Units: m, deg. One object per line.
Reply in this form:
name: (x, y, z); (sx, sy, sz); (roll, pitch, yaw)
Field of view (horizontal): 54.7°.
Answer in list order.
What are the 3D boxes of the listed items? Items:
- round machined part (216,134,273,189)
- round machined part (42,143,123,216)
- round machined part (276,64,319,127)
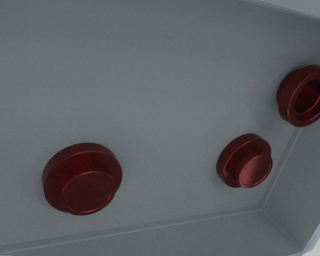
round machined part: (0.147, 0.061, 0.516); (0.099, 0.042, 0.097); (-14, 124, -21)
round machined part: (-0.094, 0.071, 0.390); (0.099, 0.042, 0.097); (-14, 124, -21)
round machined part: (0.224, -0.053, 0.487); (0.099, 0.042, 0.097); (-14, 124, -21)
